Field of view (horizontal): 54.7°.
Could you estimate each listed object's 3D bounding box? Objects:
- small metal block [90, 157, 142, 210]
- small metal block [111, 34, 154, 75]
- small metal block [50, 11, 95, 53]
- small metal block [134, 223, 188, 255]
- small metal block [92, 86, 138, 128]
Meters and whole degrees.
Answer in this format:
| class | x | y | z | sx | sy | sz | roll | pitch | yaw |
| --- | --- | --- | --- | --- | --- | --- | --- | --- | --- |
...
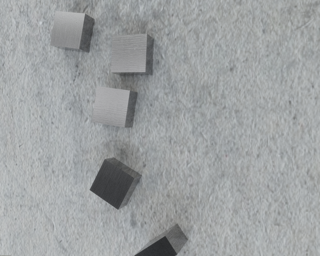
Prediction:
| class | x | y | z | sx | sy | sz | roll | pitch | yaw |
| --- | --- | --- | --- | --- | --- | --- | --- | --- | --- |
| small metal block | -0.061 | 0.076 | 0.429 | 0.050 | 0.025 | 0.050 | 30 | 100 | 17 |
| small metal block | -0.037 | -0.099 | 0.421 | 0.050 | 0.025 | 0.050 | 3 | 91 | 19 |
| small metal block | -0.128 | -0.140 | 0.453 | 0.050 | 0.025 | 0.050 | 12 | 94 | 19 |
| small metal block | 0.003 | 0.152 | 0.394 | 0.050 | 0.050 | 0.025 | -38 | 78 | 16 |
| small metal block | -0.063 | -0.029 | 0.430 | 0.050 | 0.025 | 0.050 | 10 | 93 | 19 |
